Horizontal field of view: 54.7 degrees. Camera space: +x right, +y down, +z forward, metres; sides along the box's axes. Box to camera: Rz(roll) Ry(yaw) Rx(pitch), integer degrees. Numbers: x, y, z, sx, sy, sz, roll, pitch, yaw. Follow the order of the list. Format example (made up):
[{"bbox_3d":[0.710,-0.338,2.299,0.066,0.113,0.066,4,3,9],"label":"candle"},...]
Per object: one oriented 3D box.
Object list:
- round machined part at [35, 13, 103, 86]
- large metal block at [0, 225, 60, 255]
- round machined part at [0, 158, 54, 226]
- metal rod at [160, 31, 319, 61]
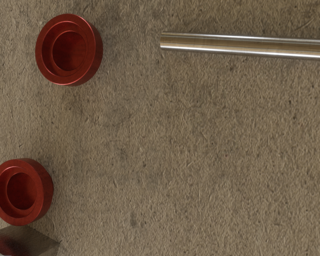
[{"bbox_3d":[-0.124,-0.108,0.442,0.098,0.042,0.097,0,90,19],"label":"round machined part"},{"bbox_3d":[-0.210,0.188,0.452,0.080,0.080,0.050,20,97,18],"label":"large metal block"},{"bbox_3d":[-0.203,0.094,0.469,0.098,0.042,0.097,0,90,19],"label":"round machined part"},{"bbox_3d":[0.145,-0.092,0.357,0.301,0.025,0.025,9,93,19],"label":"metal rod"}]
